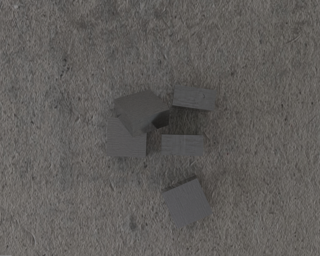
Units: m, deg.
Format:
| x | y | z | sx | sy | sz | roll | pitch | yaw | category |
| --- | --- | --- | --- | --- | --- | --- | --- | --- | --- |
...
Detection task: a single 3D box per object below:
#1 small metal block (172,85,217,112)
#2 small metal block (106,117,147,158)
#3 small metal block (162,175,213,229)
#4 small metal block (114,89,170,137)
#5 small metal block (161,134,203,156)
| x | y | z | sx | sy | sz | roll | pitch | yaw | category |
| --- | --- | --- | --- | --- | --- | --- | --- | --- | --- |
| 0.042 | -0.037 | 0.398 | 0.050 | 0.050 | 0.025 | 8 | 90 | 0 | small metal block |
| -0.042 | 0.012 | 0.410 | 0.050 | 0.025 | 0.050 | 3 | 90 | 0 | small metal block |
| 0.035 | 0.097 | 0.410 | 0.050 | 0.025 | 0.050 | -24 | 90 | 0 | small metal block |
| -0.023 | -0.020 | 0.388 | 0.050 | 0.050 | 0.025 | -19 | 135 | -24 | small metal block |
| 0.027 | 0.021 | 0.398 | 0.050 | 0.050 | 0.025 | 1 | 90 | 0 | small metal block |
